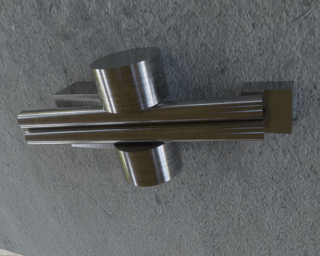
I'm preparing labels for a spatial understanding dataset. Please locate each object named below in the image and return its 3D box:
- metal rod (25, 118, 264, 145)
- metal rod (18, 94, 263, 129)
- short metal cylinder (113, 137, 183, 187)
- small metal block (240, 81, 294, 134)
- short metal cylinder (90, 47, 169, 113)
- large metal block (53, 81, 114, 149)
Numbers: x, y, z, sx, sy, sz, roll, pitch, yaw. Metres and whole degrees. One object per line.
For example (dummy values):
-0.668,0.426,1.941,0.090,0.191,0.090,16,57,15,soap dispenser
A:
-0.034,0.006,0.372,0.301,0.025,0.025,-2,118,20,metal rod
-0.039,-0.016,0.361,0.301,0.025,0.025,-2,118,20,metal rod
-0.014,0.031,0.399,0.080,0.080,0.050,2,119,27,short metal cylinder
0.116,-0.023,0.333,0.050,0.025,0.050,3,120,27,small metal block
-0.034,-0.057,0.355,0.080,0.080,0.050,2,119,27,short metal cylinder
-0.087,-0.019,0.427,0.080,0.050,0.080,2,119,27,large metal block
